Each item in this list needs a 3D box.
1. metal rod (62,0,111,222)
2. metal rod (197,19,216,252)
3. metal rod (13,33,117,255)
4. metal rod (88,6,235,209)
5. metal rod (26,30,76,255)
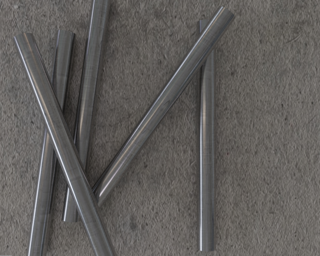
[{"bbox_3d":[-0.096,-0.027,0.409,0.025,0.025,0.298,8,90,0],"label":"metal rod"},{"bbox_3d":[0.061,0.010,0.410,0.025,0.025,0.298,0,90,0],"label":"metal rod"},{"bbox_3d":[-0.116,0.028,0.382,0.025,0.025,0.299,-21,90,0],"label":"metal rod"},{"bbox_3d":[-0.004,-0.020,0.394,0.025,0.025,0.299,35,96,0],"label":"metal rod"},{"bbox_3d":[-0.143,0.023,0.408,0.025,0.025,0.298,8,90,0],"label":"metal rod"}]
